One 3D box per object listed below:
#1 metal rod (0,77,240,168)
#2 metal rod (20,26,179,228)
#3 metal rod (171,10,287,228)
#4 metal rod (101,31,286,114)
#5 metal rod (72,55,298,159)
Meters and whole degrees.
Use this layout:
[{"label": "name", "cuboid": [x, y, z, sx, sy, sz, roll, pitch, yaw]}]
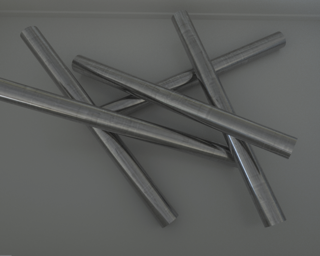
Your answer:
[{"label": "metal rod", "cuboid": [-0.039, -0.002, 0.368, 0.302, 0.025, 0.025, 16, 70, -11]}, {"label": "metal rod", "cuboid": [-0.079, -0.006, 0.386, 0.025, 0.025, 0.300, -36, 83, -12]}, {"label": "metal rod", "cuboid": [0.078, -0.026, 0.391, 0.025, 0.025, 0.299, -18, 71, -7]}, {"label": "metal rod", "cuboid": [0.042, -0.070, 0.435, 0.302, 0.025, 0.025, -24, 72, -9]}, {"label": "metal rod", "cuboid": [0.013, -0.034, 0.384, 0.301, 0.025, 0.025, 24, 71, 20]}]
